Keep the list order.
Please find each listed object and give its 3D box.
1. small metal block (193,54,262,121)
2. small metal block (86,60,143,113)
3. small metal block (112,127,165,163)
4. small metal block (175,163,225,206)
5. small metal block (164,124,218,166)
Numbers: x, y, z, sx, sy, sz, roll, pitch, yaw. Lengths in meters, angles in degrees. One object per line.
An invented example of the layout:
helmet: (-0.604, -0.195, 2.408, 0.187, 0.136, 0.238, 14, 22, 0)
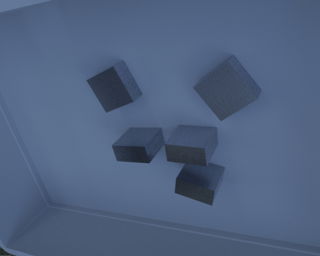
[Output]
small metal block: (0.074, -0.043, 0.342, 0.050, 0.025, 0.050, 49, 128, -7)
small metal block: (-0.059, -0.053, 0.405, 0.050, 0.025, 0.050, -18, 109, 34)
small metal block: (-0.028, 0.022, 0.419, 0.050, 0.050, 0.025, 0, 119, 28)
small metal block: (0.053, 0.068, 0.406, 0.050, 0.050, 0.025, 16, 125, 19)
small metal block: (0.040, 0.020, 0.383, 0.050, 0.050, 0.025, 5, 120, 25)
